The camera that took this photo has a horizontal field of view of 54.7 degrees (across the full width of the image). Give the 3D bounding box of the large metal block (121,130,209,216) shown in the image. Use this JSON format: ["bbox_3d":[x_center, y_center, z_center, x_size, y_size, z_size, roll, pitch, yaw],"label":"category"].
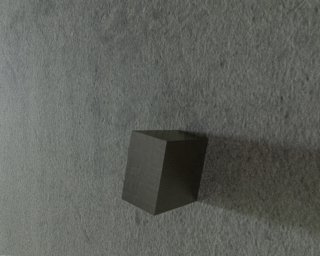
[{"bbox_3d":[0.007,0.047,0.361,0.050,0.081,0.079,15,100,38],"label":"large metal block"}]
